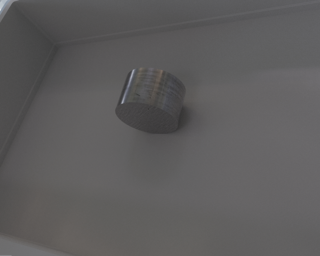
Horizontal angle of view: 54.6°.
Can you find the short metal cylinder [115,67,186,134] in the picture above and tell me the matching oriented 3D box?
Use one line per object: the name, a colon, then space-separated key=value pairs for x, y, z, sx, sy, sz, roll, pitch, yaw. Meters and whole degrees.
short metal cylinder: x=-0.011 y=-0.033 z=0.397 sx=0.080 sy=0.080 sz=0.050 roll=0 pitch=62 yaw=28
